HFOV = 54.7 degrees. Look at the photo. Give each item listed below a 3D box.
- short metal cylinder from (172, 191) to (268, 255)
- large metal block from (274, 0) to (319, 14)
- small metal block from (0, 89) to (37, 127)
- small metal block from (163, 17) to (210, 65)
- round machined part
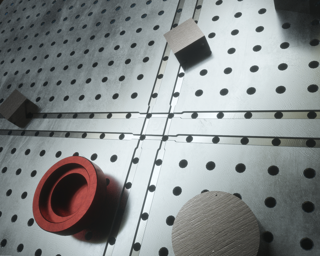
[{"bbox_3d":[0.058,0.106,0.296,0.080,0.050,0.080,-13,56,20],"label":"short metal cylinder"},{"bbox_3d":[0.189,-0.211,0.403,0.050,0.080,0.080,28,77,37],"label":"large metal block"},{"bbox_3d":[-0.261,-0.037,0.565,0.050,0.025,0.050,31,79,37],"label":"small metal block"},{"bbox_3d":[0.039,-0.132,0.467,0.050,0.025,0.050,-30,52,9],"label":"small metal block"},{"bbox_3d":[-0.110,0.089,0.399,0.098,0.042,0.098,-13,56,20],"label":"round machined part"}]
